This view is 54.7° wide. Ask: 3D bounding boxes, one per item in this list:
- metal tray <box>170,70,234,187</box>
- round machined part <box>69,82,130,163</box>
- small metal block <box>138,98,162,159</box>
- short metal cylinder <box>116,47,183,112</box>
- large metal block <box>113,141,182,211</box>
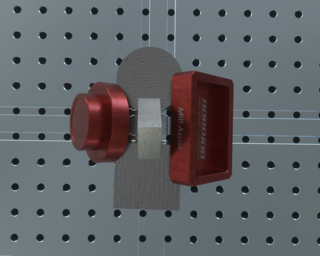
[{"bbox_3d":[0.054,0.001,0.382,0.030,0.091,0.129,1,90,43],"label":"metal tray"},{"bbox_3d":[-0.078,-0.007,0.372,0.042,0.098,0.097,1,90,-33],"label":"round machined part"},{"bbox_3d":[-0.013,0.001,0.358,0.025,0.050,0.050,0,132,-3],"label":"small metal block"},{"bbox_3d":[-0.012,-0.059,0.400,0.081,0.050,0.080,0,90,0],"label":"short metal cylinder"},{"bbox_3d":[-0.015,0.059,0.400,0.081,0.050,0.080,2,90,0],"label":"large metal block"}]
